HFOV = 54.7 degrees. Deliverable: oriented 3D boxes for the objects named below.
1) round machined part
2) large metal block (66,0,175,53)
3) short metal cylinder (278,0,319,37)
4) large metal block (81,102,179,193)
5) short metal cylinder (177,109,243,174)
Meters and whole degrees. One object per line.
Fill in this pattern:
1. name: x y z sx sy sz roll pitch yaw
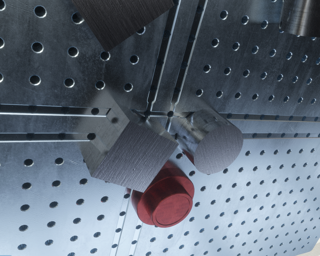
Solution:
1. round machined part: 0.011 0.114 0.476 0.099 0.042 0.097 -14 124 -21
2. large metal block: -0.046 -0.132 0.288 0.080 0.050 0.080 -36 129 -4
3. short metal cylinder: 0.195 -0.150 0.389 0.081 0.080 0.050 -14 124 -21
4. large metal block: -0.038 0.026 0.390 0.080 0.050 0.080 27 104 -37
5. short metal cylinder: 0.071 0.019 0.445 0.081 0.050 0.079 -14 124 -21
